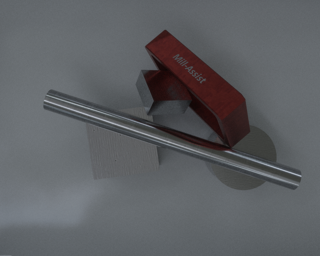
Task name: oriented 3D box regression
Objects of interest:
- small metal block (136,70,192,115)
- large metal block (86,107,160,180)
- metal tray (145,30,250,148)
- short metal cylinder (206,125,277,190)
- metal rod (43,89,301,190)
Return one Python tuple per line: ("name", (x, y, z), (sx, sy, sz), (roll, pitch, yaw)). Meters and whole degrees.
("small metal block", (0.004, -0.044, 0.376), (0.050, 0.025, 0.050), (-4, 54, -27))
("large metal block", (-0.045, 0.018, 0.397), (0.081, 0.050, 0.080), (-8, 90, -1))
("metal tray", (0.043, -0.044, 0.353), (0.030, 0.090, 0.130), (-41, 61, -1))
("short metal cylinder", (0.101, 0.035, 0.399), (0.081, 0.050, 0.079), (0, 90, -1))
("metal rod", (0.015, 0.014, 0.359), (0.302, 0.025, 0.025), (18, 90, -1))
